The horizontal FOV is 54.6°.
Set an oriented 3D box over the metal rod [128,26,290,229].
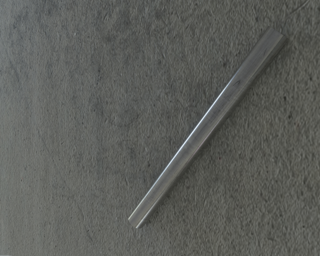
[{"bbox_3d":[0.043,0.018,0.370,0.025,0.025,0.298,49,119,29],"label":"metal rod"}]
